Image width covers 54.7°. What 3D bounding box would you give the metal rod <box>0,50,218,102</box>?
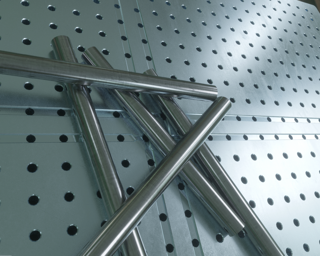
[{"bbox_3d":[-0.059,-0.061,0.383,0.302,0.025,0.025,5,60,-26],"label":"metal rod"}]

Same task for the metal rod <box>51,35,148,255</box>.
[{"bbox_3d":[-0.075,0.016,0.358,0.025,0.025,0.299,-10,67,-33],"label":"metal rod"}]

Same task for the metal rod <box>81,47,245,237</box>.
[{"bbox_3d":[0.000,0.012,0.401,0.025,0.025,0.300,-35,81,-39],"label":"metal rod"}]

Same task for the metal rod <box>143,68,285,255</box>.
[{"bbox_3d":[0.063,0.044,0.417,0.025,0.025,0.299,-25,76,-37],"label":"metal rod"}]

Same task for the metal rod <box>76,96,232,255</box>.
[{"bbox_3d":[0.009,0.047,0.353,0.025,0.025,0.302,44,51,2],"label":"metal rod"}]
